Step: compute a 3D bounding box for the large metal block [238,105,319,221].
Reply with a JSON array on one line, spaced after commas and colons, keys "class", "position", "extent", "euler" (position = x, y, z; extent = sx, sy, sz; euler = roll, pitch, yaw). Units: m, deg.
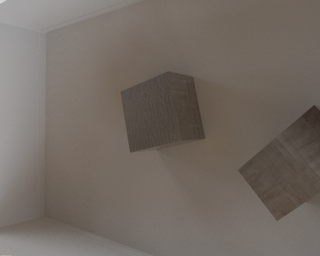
[{"class": "large metal block", "position": [0.128, 0.028, 0.265], "extent": [0.080, 0.081, 0.050], "euler": [-49, 61, 29]}]

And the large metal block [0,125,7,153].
[{"class": "large metal block", "position": [-0.412, 0.026, 0.728], "extent": [0.080, 0.050, 0.080], "euler": [51, 119, 27]}]

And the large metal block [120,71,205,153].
[{"class": "large metal block", "position": [0.002, -0.017, 0.387], "extent": [0.080, 0.050, 0.080], "euler": [-16, 80, 38]}]
